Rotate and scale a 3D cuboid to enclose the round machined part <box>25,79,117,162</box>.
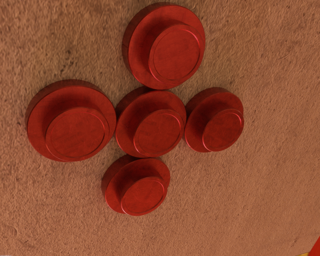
[{"bbox_3d":[-0.095,-0.001,0.345,0.099,0.042,0.097,-14,125,-21],"label":"round machined part"}]

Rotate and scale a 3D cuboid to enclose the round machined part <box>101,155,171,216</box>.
[{"bbox_3d":[-0.029,0.084,0.435,0.099,0.042,0.097,-14,125,-21],"label":"round machined part"}]

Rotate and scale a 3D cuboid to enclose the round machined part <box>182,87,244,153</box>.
[{"bbox_3d":[0.079,-0.005,0.439,0.099,0.042,0.097,-14,125,-21],"label":"round machined part"}]

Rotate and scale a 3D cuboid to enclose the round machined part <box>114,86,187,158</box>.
[{"bbox_3d":[-0.009,-0.002,0.393,0.099,0.042,0.097,-14,125,-21],"label":"round machined part"}]

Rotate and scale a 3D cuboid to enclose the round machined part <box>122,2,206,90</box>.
[{"bbox_3d":[0.010,-0.088,0.350,0.099,0.042,0.097,-14,125,-21],"label":"round machined part"}]
